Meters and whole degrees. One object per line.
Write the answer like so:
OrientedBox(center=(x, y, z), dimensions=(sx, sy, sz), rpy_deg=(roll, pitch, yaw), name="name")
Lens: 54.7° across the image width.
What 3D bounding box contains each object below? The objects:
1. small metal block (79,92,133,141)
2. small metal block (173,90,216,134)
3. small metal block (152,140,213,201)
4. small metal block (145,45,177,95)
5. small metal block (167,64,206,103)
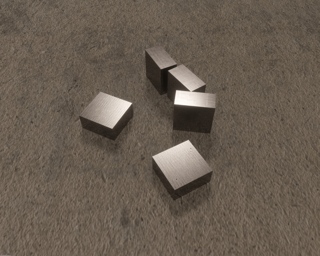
OrientedBox(center=(-0.071, -0.017, 0.416), dimensions=(0.050, 0.025, 0.050), rpy_deg=(21, 53, 16), name="small metal block")
OrientedBox(center=(0.044, -0.020, 0.405), dimensions=(0.050, 0.050, 0.025), rpy_deg=(6, 51, 4), name="small metal block")
OrientedBox(center=(0.025, 0.048, 0.363), dimensions=(0.050, 0.025, 0.050), rpy_deg=(-23, 54, -19), name="small metal block")
OrientedBox(center=(0.001, -0.086, 0.459), dimensions=(0.025, 0.050, 0.050), rpy_deg=(-22, 54, -17), name="small metal block")
OrientedBox(center=(0.035, -0.052, 0.431), dimensions=(0.025, 0.050, 0.050), rpy_deg=(-28, 56, -22), name="small metal block")
